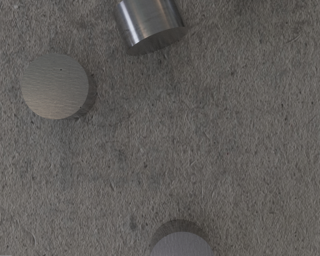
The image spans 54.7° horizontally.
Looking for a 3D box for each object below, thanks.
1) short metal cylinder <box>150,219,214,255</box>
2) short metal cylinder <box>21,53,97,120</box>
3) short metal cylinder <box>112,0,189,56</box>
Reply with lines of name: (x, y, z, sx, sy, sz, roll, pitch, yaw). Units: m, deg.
short metal cylinder: (0.027, 0.164, 0.398, 0.081, 0.050, 0.080, 0, 90, 0)
short metal cylinder: (-0.126, -0.050, 0.396, 0.081, 0.050, 0.080, 0, 90, 0)
short metal cylinder: (-0.011, -0.129, 0.382, 0.080, 0.080, 0.050, -21, 90, 0)
